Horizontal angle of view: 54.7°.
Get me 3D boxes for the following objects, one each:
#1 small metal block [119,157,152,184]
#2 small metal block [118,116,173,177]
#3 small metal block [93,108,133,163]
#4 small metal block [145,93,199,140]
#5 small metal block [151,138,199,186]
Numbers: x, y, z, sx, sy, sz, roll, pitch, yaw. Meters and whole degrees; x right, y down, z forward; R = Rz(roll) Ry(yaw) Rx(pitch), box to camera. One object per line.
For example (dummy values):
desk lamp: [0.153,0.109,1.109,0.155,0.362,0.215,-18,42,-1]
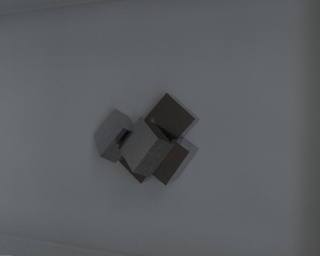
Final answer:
small metal block: [-0.022,0.037,0.416,0.050,0.025,0.050,44,103,14]
small metal block: [-0.019,0.022,0.375,0.050,0.025,0.050,-54,41,12]
small metal block: [-0.060,0.010,0.416,0.050,0.025,0.050,-49,37,13]
small metal block: [0.014,-0.010,0.403,0.050,0.025,0.050,44,103,14]
small metal block: [0.019,0.040,0.388,0.025,0.050,0.050,37,102,16]
